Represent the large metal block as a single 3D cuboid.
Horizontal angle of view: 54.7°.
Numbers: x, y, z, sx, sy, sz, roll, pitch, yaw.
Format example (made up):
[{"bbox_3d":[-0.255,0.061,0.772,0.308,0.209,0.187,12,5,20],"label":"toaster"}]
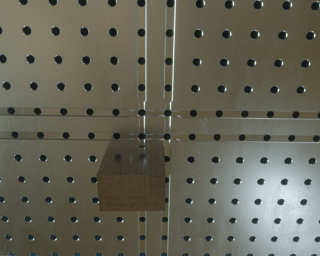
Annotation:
[{"bbox_3d":[-0.034,0.064,0.407,0.081,0.080,0.050,0,110,0],"label":"large metal block"}]
